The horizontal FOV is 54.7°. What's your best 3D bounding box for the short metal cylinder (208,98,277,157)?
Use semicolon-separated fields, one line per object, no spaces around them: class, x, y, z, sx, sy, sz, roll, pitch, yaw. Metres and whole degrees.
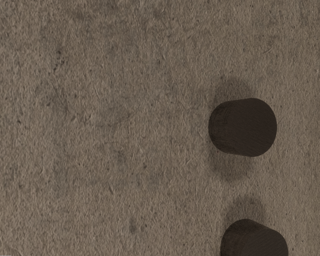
short metal cylinder;0.117;-0.001;0.440;0.081;0.050;0.079;0;90;-21

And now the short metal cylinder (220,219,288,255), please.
short metal cylinder;0.136;0.179;0.448;0.081;0.050;0.079;0;90;-20
